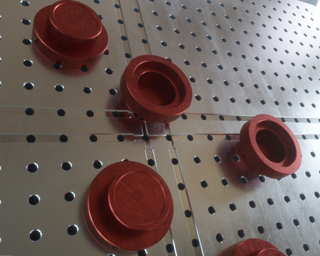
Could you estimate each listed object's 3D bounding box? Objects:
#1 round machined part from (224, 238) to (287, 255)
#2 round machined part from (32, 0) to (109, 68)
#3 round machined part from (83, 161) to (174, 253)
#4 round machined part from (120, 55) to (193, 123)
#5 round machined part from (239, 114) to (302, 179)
[{"bbox_3d":[0.121,0.177,0.356,0.099,0.042,0.098,14,56,-21],"label":"round machined part"},{"bbox_3d":[-0.117,-0.132,0.416,0.099,0.042,0.098,14,56,-21],"label":"round machined part"},{"bbox_3d":[-0.029,0.080,0.334,0.099,0.042,0.098,14,56,-21],"label":"round machined part"},{"bbox_3d":[-0.008,-0.049,0.424,0.099,0.042,0.098,14,56,-21],"label":"round machined part"},{"bbox_3d":[0.160,0.031,0.467,0.099,0.042,0.098,14,56,-21],"label":"round machined part"}]
